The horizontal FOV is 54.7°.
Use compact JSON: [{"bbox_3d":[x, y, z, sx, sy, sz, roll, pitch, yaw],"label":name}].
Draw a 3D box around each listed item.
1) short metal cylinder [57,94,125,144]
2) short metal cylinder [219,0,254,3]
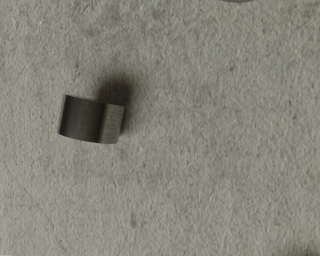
[{"bbox_3d":[-0.091,-0.013,0.411,0.080,0.080,0.050,13,95,19],"label":"short metal cylinder"},{"bbox_3d":[0.079,-0.183,0.352,0.080,0.080,0.050,17,96,19],"label":"short metal cylinder"}]
